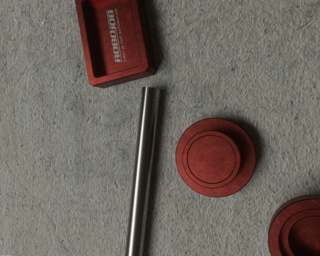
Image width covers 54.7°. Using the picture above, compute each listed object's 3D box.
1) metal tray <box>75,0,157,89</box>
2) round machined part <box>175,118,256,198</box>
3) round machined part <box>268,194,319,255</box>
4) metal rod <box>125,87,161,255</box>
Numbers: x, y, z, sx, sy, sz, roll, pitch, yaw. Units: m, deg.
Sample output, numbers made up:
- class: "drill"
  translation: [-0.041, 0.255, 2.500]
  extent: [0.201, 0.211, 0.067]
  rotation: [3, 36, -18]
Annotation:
- class: "metal tray"
  translation: [-0.062, -0.128, 0.427]
  extent: [0.090, 0.030, 0.129]
  rotation: [-12, 86, 19]
- class: "round machined part"
  translation: [0.066, 0.036, 0.377]
  extent: [0.098, 0.042, 0.097]
  rotation: [0, 90, 20]
- class: "round machined part"
  translation: [0.171, 0.122, 0.340]
  extent: [0.098, 0.042, 0.097]
  rotation: [0, 90, 20]
- class: "metal rod"
  translation: [-0.027, 0.095, 0.418]
  extent: [0.025, 0.025, 0.298]
  rotation: [7, 92, 20]
